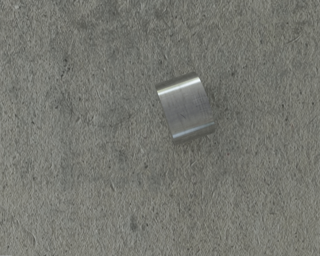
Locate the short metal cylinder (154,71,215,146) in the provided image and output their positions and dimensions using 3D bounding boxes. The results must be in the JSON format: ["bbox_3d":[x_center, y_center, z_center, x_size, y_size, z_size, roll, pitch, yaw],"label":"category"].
[{"bbox_3d":[0.030,-0.024,0.383,0.050,0.080,0.080,-19,90,0],"label":"short metal cylinder"}]
